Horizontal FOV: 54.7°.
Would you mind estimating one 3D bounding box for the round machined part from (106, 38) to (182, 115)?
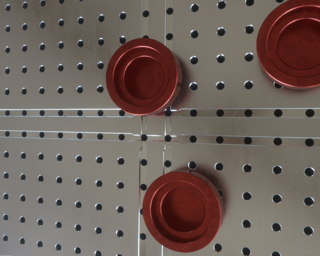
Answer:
[{"bbox_3d":[-0.018,-0.065,0.409,0.098,0.042,0.097,0,90,19],"label":"round machined part"}]

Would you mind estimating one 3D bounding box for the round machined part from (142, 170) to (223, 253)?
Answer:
[{"bbox_3d":[0.031,0.101,0.392,0.098,0.042,0.097,0,90,19],"label":"round machined part"}]

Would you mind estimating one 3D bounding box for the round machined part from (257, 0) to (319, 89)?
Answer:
[{"bbox_3d":[0.160,-0.092,0.347,0.098,0.042,0.097,0,90,19],"label":"round machined part"}]
